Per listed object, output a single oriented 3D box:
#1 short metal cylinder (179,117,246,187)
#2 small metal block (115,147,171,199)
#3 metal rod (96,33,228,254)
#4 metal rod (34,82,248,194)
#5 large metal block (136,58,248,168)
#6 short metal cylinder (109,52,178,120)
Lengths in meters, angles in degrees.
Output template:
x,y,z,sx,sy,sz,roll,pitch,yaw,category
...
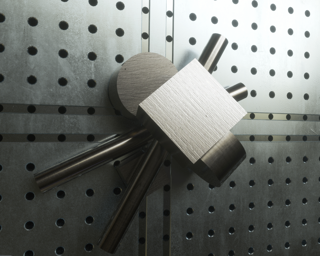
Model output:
x,y,z,sx,sy,sz,roll,pitch,yaw,category
0.064,0.031,0.404,0.050,0.080,0.080,-45,104,-13,short metal cylinder
-0.023,0.059,0.401,0.050,0.025,0.050,-30,100,-18,small metal block
0.008,0.011,0.386,0.025,0.025,0.300,32,79,-17,metal rod
-0.010,0.005,0.405,0.302,0.025,0.025,-25,99,-19,metal rod
0.032,-0.014,0.340,0.080,0.050,0.080,-41,86,-15,large metal block
-0.020,-0.050,0.388,0.081,0.050,0.079,0,90,-20,short metal cylinder
